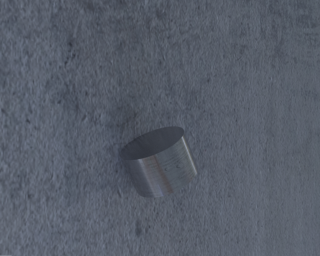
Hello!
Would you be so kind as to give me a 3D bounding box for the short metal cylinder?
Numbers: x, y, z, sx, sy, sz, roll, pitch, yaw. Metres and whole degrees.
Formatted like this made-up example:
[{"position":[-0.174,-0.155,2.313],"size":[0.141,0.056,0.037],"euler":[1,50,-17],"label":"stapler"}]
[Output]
[{"position":[-0.001,0.038,0.370],"size":[0.081,0.080,0.050],"euler":[-34,112,-35],"label":"short metal cylinder"}]
